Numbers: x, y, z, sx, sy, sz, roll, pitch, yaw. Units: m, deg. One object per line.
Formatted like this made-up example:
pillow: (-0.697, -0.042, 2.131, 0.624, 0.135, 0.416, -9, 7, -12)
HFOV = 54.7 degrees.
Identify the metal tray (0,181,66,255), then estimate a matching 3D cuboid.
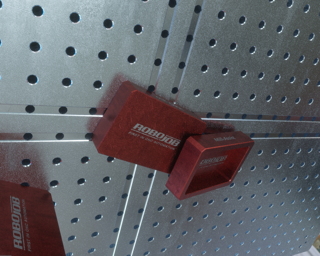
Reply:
metal tray: (-0.155, 0.110, 0.327, 0.090, 0.130, 0.030, 25, 105, -37)

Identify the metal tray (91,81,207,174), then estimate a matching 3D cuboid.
metal tray: (-0.011, 0.005, 0.407, 0.131, 0.030, 0.090, 23, 106, -37)

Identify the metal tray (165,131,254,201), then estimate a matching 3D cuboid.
metal tray: (0.077, 0.053, 0.460, 0.131, 0.030, 0.089, -4, 125, -44)
